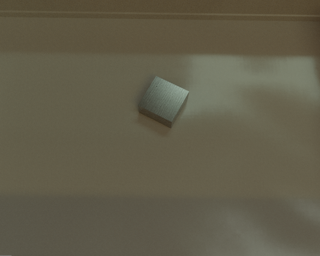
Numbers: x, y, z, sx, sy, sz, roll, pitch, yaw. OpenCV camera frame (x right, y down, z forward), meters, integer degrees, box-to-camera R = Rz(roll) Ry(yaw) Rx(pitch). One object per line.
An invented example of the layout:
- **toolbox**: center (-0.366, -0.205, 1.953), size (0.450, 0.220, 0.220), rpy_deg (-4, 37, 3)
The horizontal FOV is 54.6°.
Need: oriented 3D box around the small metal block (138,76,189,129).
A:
- **small metal block**: center (0.005, -0.035, 0.423), size (0.050, 0.025, 0.050), rpy_deg (27, 72, 9)
